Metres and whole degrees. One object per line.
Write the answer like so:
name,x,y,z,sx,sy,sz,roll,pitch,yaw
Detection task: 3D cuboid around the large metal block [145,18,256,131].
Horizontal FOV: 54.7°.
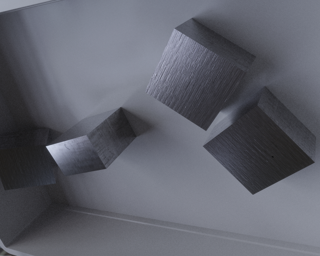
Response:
large metal block,0.042,-0.057,0.334,0.080,0.050,0.079,33,129,6

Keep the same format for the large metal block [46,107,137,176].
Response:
large metal block,-0.093,0.019,0.432,0.080,0.080,0.050,-14,111,33

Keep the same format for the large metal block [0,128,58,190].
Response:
large metal block,-0.219,0.051,0.513,0.081,0.050,0.079,-6,122,-10

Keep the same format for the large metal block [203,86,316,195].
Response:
large metal block,0.110,0.015,0.344,0.080,0.050,0.080,44,129,-3
